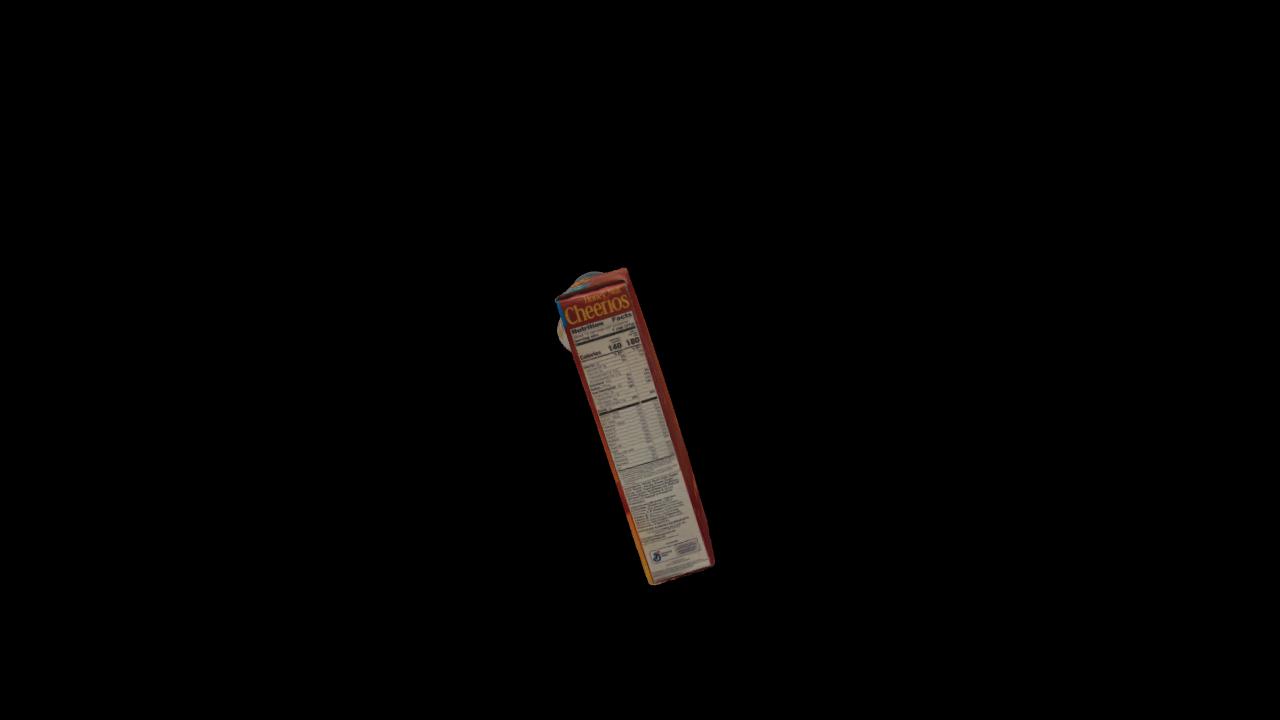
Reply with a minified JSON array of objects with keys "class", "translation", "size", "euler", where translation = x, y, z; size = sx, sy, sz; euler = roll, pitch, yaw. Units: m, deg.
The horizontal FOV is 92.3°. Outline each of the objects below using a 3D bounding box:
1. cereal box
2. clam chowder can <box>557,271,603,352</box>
[{"class":"cereal box","translation":[-0.005,0.055,0.678],"size":[0.081,0.306,0.203],"euler":[-17,12,2]},{"class":"clam chowder can","translation":[-0.061,-0.054,0.747],"size":[0.068,0.068,0.102],"euler":[0,-21,-18]}]
